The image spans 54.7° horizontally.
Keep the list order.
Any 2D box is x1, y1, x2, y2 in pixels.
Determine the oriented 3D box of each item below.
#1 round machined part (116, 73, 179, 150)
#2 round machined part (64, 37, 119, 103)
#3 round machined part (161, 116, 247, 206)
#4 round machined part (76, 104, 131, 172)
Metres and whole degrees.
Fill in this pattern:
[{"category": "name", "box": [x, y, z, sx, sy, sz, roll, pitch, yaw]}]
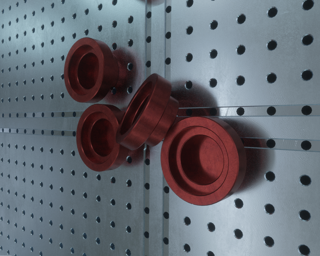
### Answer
[{"category": "round machined part", "box": [-0.012, -0.016, 0.386, 0.097, 0.042, 0.098, -51, 20, 28]}, {"category": "round machined part", "box": [-0.103, -0.087, 0.480, 0.098, 0.042, 0.097, 0, 90, 39]}, {"category": "round machined part", "box": [0.052, 0.035, 0.353, 0.098, 0.042, 0.097, 1, 91, 37]}, {"category": "round machined part", "box": [-0.077, 0.014, 0.460, 0.098, 0.042, 0.097, 0, 90, 39]}]
